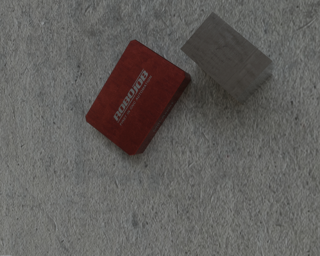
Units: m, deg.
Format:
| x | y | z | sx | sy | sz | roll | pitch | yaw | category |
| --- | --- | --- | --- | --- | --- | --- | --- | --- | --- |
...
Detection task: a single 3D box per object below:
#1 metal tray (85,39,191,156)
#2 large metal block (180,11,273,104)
| x | y | z | sx | sy | sz | roll | pitch | yaw | category |
| --- | --- | --- | --- | --- | --- | --- | --- | --- | --- |
| -0.031 | -0.040 | 0.417 | 0.090 | 0.030 | 0.129 | 36 | 101 | 16 | metal tray |
| 0.079 | -0.075 | 0.352 | 0.080 | 0.080 | 0.050 | 46 | 104 | 14 | large metal block |
